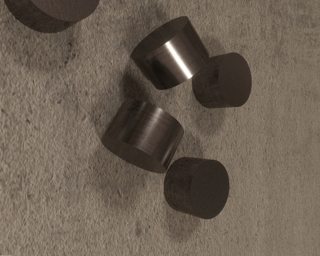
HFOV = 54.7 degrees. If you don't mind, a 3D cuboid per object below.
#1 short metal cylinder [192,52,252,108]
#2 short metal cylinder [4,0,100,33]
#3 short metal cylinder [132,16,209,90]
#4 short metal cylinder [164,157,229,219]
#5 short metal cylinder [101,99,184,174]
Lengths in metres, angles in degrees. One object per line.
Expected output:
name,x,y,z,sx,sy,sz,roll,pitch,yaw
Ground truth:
short metal cylinder,0.095,-0.070,0.470,0.081,0.050,0.079,0,90,-40
short metal cylinder,-0.105,-0.138,0.301,0.081,0.050,0.079,0,90,-40
short metal cylinder,0.013,-0.092,0.381,0.050,0.080,0.080,52,59,-28
short metal cylinder,0.052,0.082,0.435,0.081,0.050,0.079,0,90,-40
short metal cylinder,-0.019,0.011,0.355,0.080,0.080,0.050,40,65,-33
